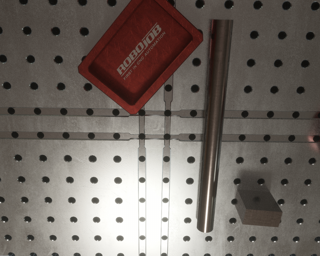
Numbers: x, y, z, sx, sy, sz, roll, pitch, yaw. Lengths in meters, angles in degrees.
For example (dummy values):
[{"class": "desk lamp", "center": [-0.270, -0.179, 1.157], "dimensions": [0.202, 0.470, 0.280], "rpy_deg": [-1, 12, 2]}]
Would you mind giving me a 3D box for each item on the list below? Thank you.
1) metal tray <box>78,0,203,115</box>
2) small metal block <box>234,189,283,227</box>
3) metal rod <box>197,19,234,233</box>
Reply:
[{"class": "metal tray", "center": [-0.024, -0.092, 0.376], "dimensions": [0.090, 0.030, 0.130], "rpy_deg": [40, 105, -14]}, {"class": "small metal block", "center": [0.139, 0.114, 0.444], "dimensions": [0.050, 0.050, 0.025], "rpy_deg": [6, 110, -3]}, {"class": "metal rod", "center": [0.071, 0.011, 0.418], "dimensions": [0.025, 0.025, 0.298], "rpy_deg": [1, 110, -1]}]
